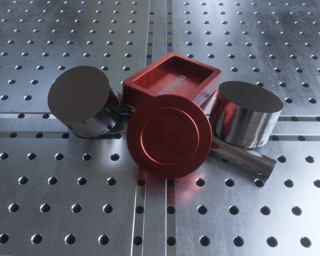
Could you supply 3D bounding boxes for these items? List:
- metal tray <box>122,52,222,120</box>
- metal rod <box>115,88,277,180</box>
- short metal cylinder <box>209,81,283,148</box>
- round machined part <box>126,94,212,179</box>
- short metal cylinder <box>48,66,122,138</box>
[{"bbox_3d":[0.020,-0.060,0.436,0.090,0.030,0.131,26,41,20],"label":"metal tray"},{"bbox_3d":[0.005,-0.010,0.416,0.301,0.025,0.025,25,55,20],"label":"metal rod"},{"bbox_3d":[0.106,-0.019,0.392,0.081,0.050,0.080,9,33,-6],"label":"short metal cylinder"},{"bbox_3d":[0.010,0.010,0.353,0.099,0.042,0.097,0,92,5],"label":"round machined part"},{"bbox_3d":[-0.096,-0.033,0.403,0.080,0.050,0.080,-4,66,9],"label":"short metal cylinder"}]
